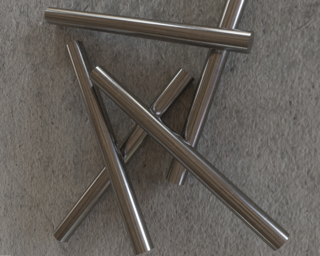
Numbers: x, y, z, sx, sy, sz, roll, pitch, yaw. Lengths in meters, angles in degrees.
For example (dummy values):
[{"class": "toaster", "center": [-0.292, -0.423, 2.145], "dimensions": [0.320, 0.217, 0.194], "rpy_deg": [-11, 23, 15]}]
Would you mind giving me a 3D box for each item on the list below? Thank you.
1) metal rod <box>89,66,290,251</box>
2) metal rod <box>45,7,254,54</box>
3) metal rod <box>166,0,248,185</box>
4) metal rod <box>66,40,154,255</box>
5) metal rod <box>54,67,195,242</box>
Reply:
[{"class": "metal rod", "center": [0.024, 0.026, 0.372], "dimensions": [0.300, 0.025, 0.025], "rpy_deg": [42, 103, 14]}, {"class": "metal rod", "center": [-0.032, -0.131, 0.403], "dimensions": [0.301, 0.025, 0.025], "rpy_deg": [16, 95, 24]}, {"class": "metal rod", "center": [0.066, -0.072, 0.385], "dimensions": [0.025, 0.025, 0.298], "rpy_deg": [20, 96, 18]}, {"class": "metal rod", "center": [-0.071, 0.013, 0.409], "dimensions": [0.025, 0.025, 0.299], "rpy_deg": [-27, 73, 17]}, {"class": "metal rod", "center": [-0.056, 0.045, 0.427], "dimensions": [0.025, 0.025, 0.299], "rpy_deg": [42, 103, 15]}]
